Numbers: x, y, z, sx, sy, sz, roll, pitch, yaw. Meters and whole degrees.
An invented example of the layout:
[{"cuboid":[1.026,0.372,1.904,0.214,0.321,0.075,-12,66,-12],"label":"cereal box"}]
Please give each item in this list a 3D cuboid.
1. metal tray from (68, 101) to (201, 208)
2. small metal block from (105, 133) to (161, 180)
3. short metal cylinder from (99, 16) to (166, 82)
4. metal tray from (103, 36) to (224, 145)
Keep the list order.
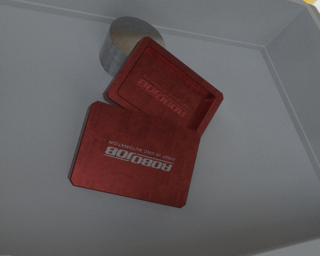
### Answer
[{"cuboid":[-0.026,0.032,0.347,0.131,0.030,0.090,17,80,-19],"label":"metal tray"},{"cuboid":[-0.029,0.034,0.371,0.050,0.025,0.050,34,51,-6],"label":"small metal block"},{"cuboid":[-0.039,-0.109,0.436,0.081,0.050,0.080,14,56,-21],"label":"short metal cylinder"},{"cuboid":[0.007,-0.040,0.393,0.130,0.030,0.090,34,80,-17],"label":"metal tray"}]
